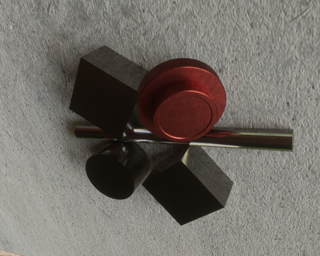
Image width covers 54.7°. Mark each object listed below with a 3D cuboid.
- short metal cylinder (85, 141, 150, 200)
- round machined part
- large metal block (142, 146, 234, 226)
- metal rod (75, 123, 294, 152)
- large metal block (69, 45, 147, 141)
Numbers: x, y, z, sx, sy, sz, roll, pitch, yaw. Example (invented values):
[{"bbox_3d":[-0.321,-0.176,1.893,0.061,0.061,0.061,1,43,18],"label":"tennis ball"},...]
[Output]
[{"bbox_3d":[-0.062,0.059,0.459,0.080,0.050,0.079,13,124,20],"label":"short metal cylinder"},{"bbox_3d":[0.024,-0.023,0.339,0.099,0.042,0.097,-4,129,-5],"label":"round machined part"},{"bbox_3d":[0.037,0.075,0.418,0.080,0.050,0.080,48,129,-6],"label":"large metal block"},{"bbox_3d":[0.012,0.009,0.408,0.301,0.025,0.025,2,119,27],"label":"metal rod"},{"bbox_3d":[-0.060,-0.044,0.392,0.080,0.050,0.079,32,128,7],"label":"large metal block"}]
